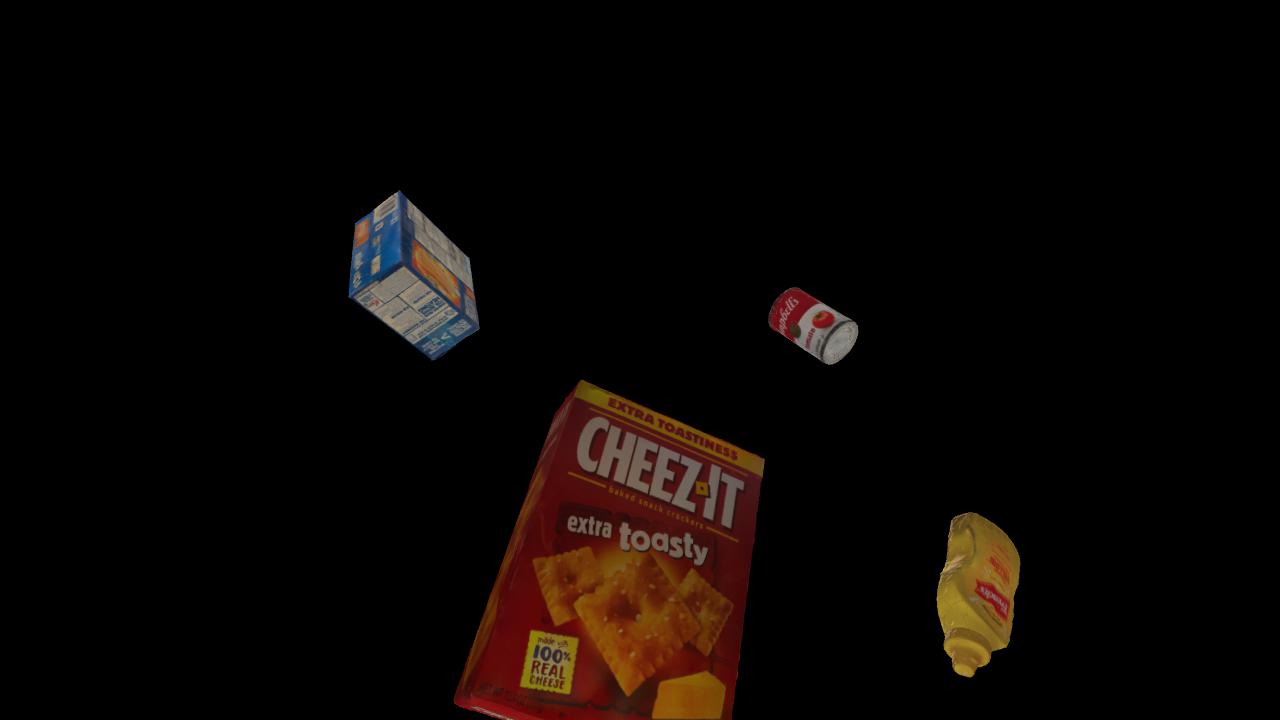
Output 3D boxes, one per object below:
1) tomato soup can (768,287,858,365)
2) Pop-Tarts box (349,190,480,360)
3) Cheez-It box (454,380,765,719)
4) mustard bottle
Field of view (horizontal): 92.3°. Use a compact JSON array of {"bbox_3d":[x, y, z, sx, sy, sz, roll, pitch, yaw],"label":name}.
[{"bbox_3d":[0.233,-0.046,0.829,0.068,0.068,0.101,0,31,-42],"label":"tomato soup can"},{"bbox_3d":[-0.292,-0.110,0.802,0.083,0.167,0.141,-32,-44,10],"label":"Pop-Tarts box"},{"bbox_3d":[-0.008,0.145,0.434,0.166,0.223,0.071,25,-37,-12],"label":"Cheez-It box"},{"bbox_3d":[0.362,0.259,0.663,0.054,0.092,0.184,-32,9,46],"label":"mustard bottle"}]
